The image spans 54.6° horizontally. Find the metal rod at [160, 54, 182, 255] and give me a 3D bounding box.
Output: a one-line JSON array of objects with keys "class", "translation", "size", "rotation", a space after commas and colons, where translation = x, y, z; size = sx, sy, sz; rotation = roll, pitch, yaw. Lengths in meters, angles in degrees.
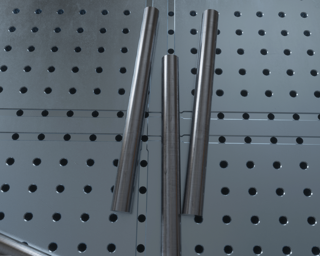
[{"class": "metal rod", "translation": [0.014, 0.041, 0.396], "size": [0.025, 0.025, 0.299], "rotation": [1, 70, 0]}]

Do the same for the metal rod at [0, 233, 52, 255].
[{"class": "metal rod", "translation": [-0.125, 0.160, 0.352], "size": [0.301, 0.025, 0.025], "rotation": [20, 71, 7]}]

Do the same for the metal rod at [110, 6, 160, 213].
[{"class": "metal rod", "translation": [-0.030, -0.038, 0.425], "size": [0.025, 0.025, 0.299], "rotation": [6, 70, 2]}]

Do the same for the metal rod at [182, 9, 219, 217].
[{"class": "metal rod", "translation": [0.058, -0.034, 0.424], "size": [0.025, 0.025, 0.299], "rotation": [7, 70, 2]}]
